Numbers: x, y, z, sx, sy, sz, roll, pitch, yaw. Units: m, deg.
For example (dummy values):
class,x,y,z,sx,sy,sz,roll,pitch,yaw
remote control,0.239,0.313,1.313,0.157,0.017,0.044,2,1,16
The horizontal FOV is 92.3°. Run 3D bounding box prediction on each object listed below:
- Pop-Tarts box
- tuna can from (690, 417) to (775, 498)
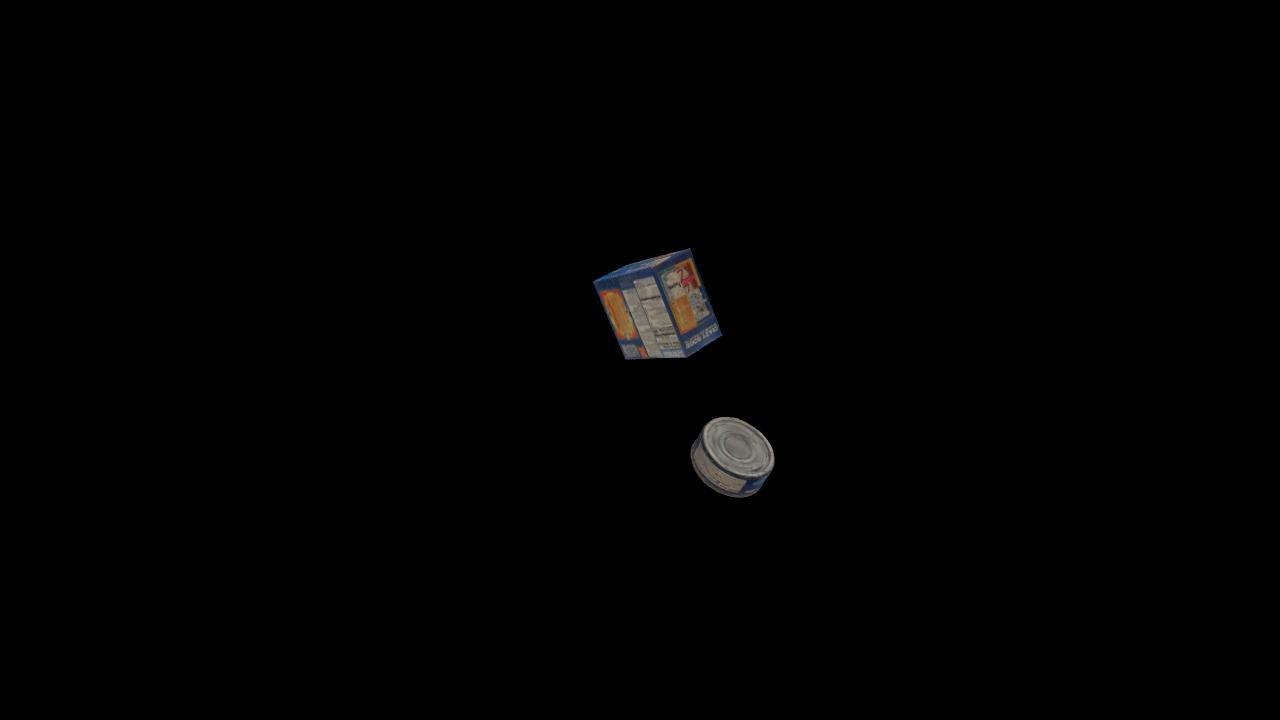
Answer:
class,x,y,z,sx,sy,sz,roll,pitch,yaw
Pop-Tarts box,0.024,-0.081,0.941,0.083,0.141,0.167,-30,15,-30
tuna can,0.098,0.100,0.645,0.084,0.034,0.084,14,39,-11
